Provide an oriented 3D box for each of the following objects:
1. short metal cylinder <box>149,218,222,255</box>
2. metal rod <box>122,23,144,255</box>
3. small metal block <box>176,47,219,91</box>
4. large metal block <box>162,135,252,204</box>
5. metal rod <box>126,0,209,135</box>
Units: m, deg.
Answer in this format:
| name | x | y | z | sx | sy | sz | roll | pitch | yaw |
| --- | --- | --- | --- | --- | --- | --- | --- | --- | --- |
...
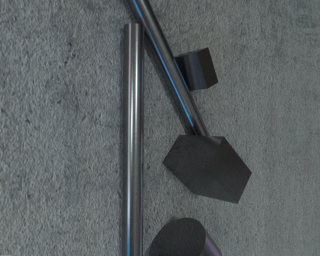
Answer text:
| name | x | y | z | sx | sy | sz | roll | pitch | yaw |
| --- | --- | --- | --- | --- | --- | --- | --- | --- | --- |
| short metal cylinder | 0.034 | 0.165 | 0.400 | 0.080 | 0.080 | 0.050 | -48 | 119 | -29 |
| metal rod | -0.033 | 0.025 | 0.378 | 0.025 | 0.025 | 0.298 | 1 | 90 | -40 |
| small metal block | 0.047 | -0.080 | 0.430 | 0.025 | 0.050 | 0.050 | -32 | 110 | -36 |
| large metal block | 0.065 | 0.055 | 0.426 | 0.080 | 0.080 | 0.050 | 48 | 62 | -30 |
| metal rod | 0.007 | -0.091 | 0.412 | 0.025 | 0.025 | 0.299 | -42 | 115 | -32 |
